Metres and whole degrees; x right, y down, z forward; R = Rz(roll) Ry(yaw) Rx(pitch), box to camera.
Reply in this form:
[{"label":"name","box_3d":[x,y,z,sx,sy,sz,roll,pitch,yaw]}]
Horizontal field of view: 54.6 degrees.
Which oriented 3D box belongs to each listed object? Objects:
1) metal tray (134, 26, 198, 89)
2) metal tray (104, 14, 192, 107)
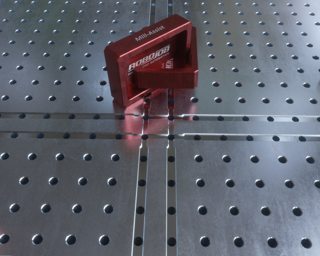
[{"label":"metal tray","box_3d":[0.012,-0.113,0.484,0.090,0.030,0.130,1,46,4]},{"label":"metal tray","box_3d":[-0.013,-0.097,0.447,0.131,0.090,0.030,-34,58,-25]}]
